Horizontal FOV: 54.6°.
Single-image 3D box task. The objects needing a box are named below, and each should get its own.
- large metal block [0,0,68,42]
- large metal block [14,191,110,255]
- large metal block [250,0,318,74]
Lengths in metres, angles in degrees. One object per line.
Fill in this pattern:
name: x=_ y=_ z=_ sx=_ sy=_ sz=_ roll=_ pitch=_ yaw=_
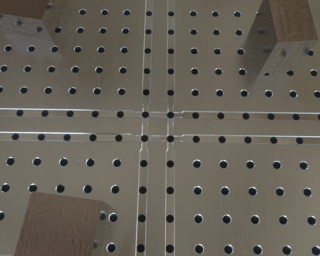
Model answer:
large metal block: x=-0.195 y=-0.184 z=0.465 sx=0.080 sy=0.050 sz=0.080 roll=10 pitch=70 yaw=4
large metal block: x=-0.108 y=0.121 z=0.354 sx=0.080 sy=0.050 sz=0.080 roll=7 pitch=70 yaw=2
large metal block: x=0.168 y=-0.131 z=0.431 sx=0.050 sy=0.080 sz=0.080 roll=-3 pitch=70 yaw=-1
